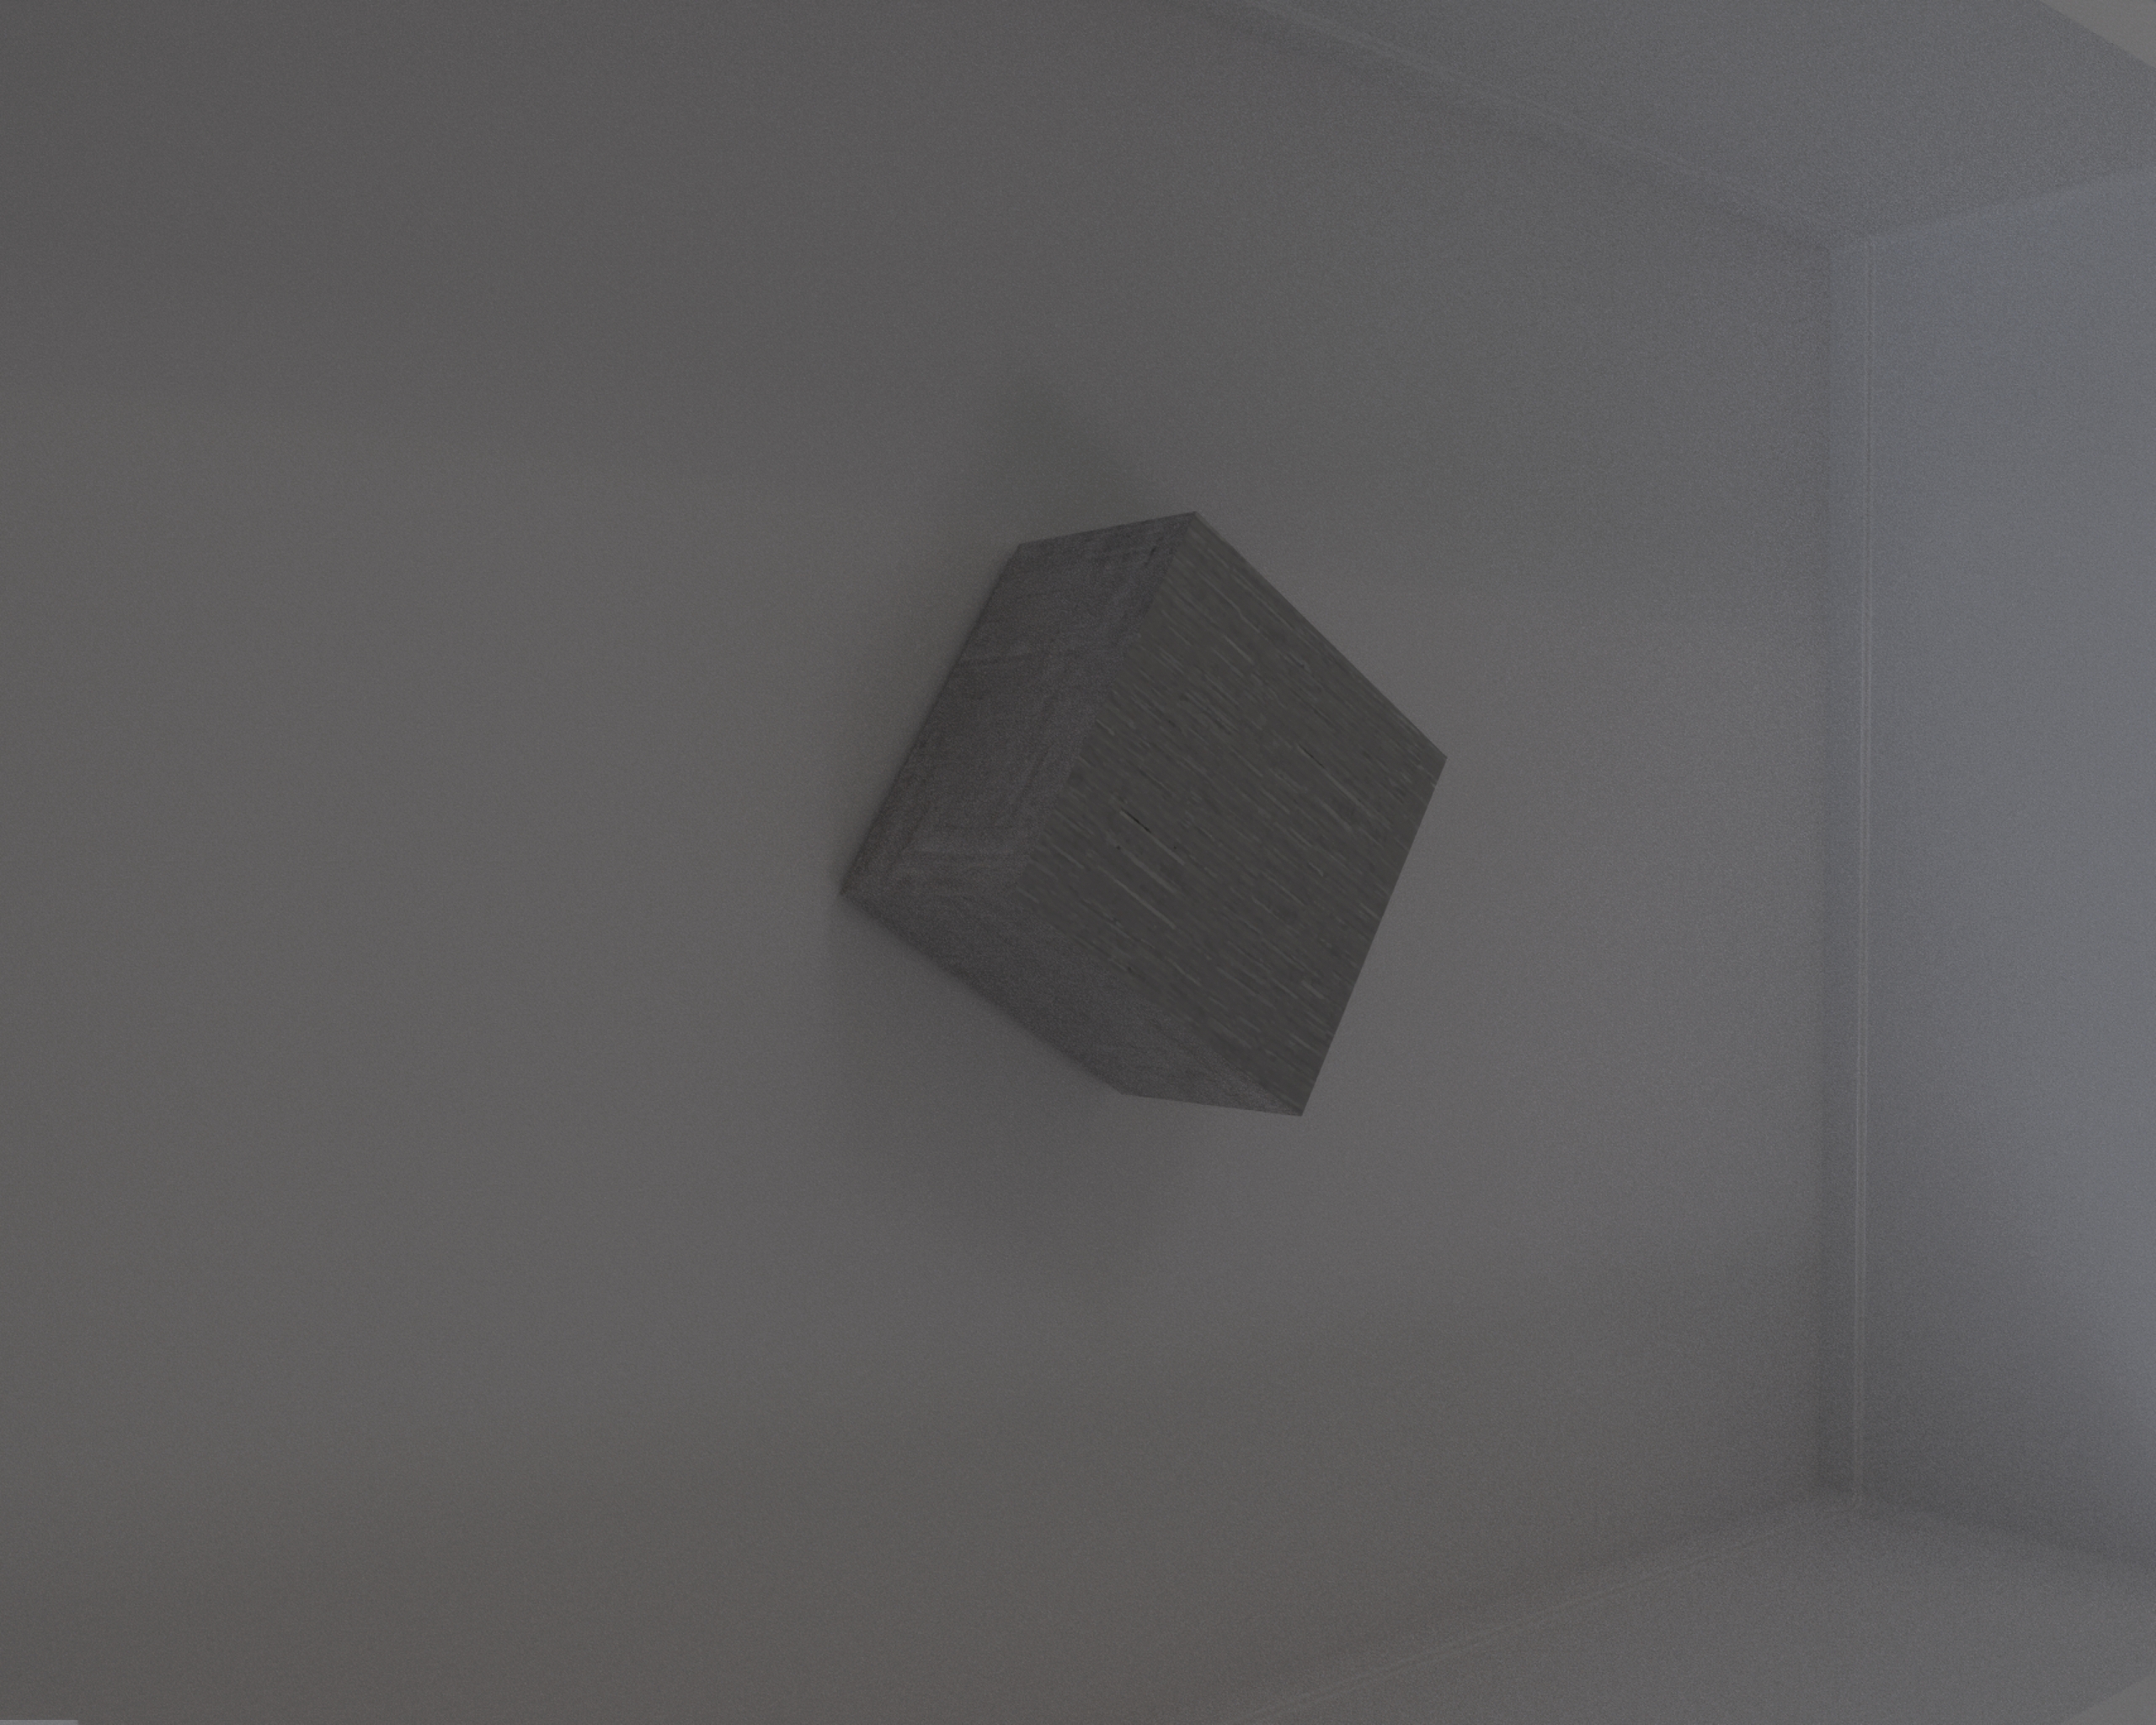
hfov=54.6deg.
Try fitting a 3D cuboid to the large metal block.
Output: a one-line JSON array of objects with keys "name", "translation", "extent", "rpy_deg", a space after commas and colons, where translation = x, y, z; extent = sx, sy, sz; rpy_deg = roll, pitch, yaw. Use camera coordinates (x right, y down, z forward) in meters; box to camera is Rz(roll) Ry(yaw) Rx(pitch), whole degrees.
[{"name": "large metal block", "translation": [0.015, -0.008, 0.397], "extent": [0.080, 0.050, 0.080], "rpy_deg": [39, 66, -34]}]
